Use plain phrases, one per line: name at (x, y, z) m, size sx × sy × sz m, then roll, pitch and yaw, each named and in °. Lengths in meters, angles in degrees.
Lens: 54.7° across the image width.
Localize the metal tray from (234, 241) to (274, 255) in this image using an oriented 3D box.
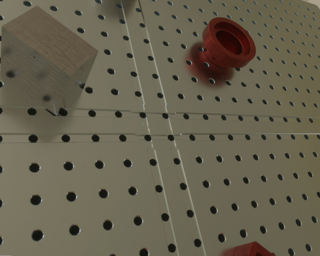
metal tray at (0.134, 0.205, 0.351) m, size 0.130 × 0.030 × 0.090 m, roll 38°, pitch 51°, yaw -3°

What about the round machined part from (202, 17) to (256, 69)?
round machined part at (0.117, -0.144, 0.548) m, size 0.099 × 0.042 × 0.098 m, roll 14°, pitch 56°, yaw -21°

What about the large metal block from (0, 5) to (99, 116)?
large metal block at (-0.127, -0.073, 0.349) m, size 0.080 × 0.080 × 0.050 m, roll 36°, pitch 51°, yaw -4°
